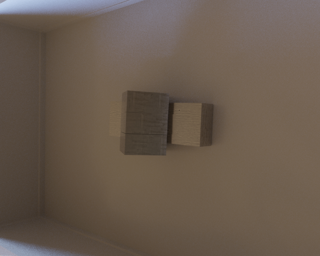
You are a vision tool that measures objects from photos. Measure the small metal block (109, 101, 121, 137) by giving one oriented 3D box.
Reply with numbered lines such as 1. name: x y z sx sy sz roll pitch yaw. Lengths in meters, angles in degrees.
1. small metal block: -0.045 -0.012 0.440 0.050 0.025 0.050 5 93 39

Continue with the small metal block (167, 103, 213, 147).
1. small metal block: 0.035 -0.005 0.375 0.050 0.025 0.050 4 93 39

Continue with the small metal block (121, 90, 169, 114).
1. small metal block: -0.020 -0.031 0.389 0.050 0.050 0.025 -169 81 -76

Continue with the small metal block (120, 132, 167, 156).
1. small metal block: -0.023 0.019 0.392 0.050 0.050 0.025 -172 84 -76

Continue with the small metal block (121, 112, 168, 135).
1. small metal block: -0.021 -0.006 0.391 0.050 0.050 0.025 -172 84 -76
